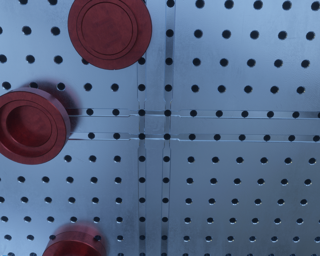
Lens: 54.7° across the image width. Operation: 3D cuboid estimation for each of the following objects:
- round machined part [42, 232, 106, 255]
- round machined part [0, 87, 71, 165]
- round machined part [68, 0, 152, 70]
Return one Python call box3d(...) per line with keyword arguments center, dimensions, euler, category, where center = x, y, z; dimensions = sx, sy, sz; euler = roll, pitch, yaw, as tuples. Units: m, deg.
box3d(center=(-0.136, 0.215, 0.481), dimensions=(0.099, 0.042, 0.097), euler=(0, 110, -1), category="round machined part")
box3d(center=(-0.165, -0.005, 0.400), dimensions=(0.099, 0.042, 0.097), euler=(0, 110, -1), category="round machined part")
box3d(center=(-0.058, -0.116, 0.361), dimensions=(0.099, 0.042, 0.097), euler=(0, 110, -1), category="round machined part")
